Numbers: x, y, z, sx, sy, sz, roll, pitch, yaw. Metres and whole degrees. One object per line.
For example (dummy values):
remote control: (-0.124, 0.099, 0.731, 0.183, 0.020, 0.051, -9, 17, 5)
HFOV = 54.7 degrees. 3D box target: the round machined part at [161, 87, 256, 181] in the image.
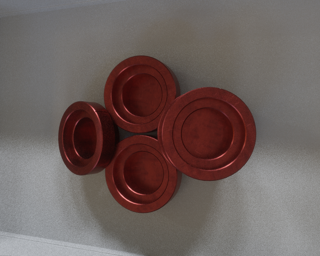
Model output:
round machined part: (0.050, 0.006, 0.341, 0.099, 0.042, 0.097, 0, 90, -2)

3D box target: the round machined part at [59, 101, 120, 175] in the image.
round machined part: (-0.093, 0.013, 0.422, 0.098, 0.042, 0.097, 0, 89, 40)

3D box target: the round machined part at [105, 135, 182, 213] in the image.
round machined part: (-0.018, 0.057, 0.405, 0.098, 0.042, 0.097, 0, 90, 20)

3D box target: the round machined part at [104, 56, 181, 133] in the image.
round machined part: (-0.020, -0.042, 0.406, 0.098, 0.042, 0.097, 0, 90, 20)

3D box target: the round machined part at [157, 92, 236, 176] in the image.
round machined part: (0.046, 0.006, 0.372, 0.099, 0.042, 0.097, 0, 89, -3)
